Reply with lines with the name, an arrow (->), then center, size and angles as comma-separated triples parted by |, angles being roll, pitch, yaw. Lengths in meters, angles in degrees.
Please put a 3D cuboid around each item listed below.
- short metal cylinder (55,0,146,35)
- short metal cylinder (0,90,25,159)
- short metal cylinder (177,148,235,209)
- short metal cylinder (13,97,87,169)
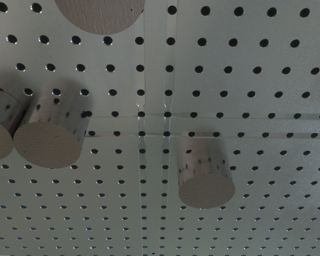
short metal cylinder -> -0.052, -0.133, 0.281 | 0.081, 0.050, 0.079 | 0, 130, 0
short metal cylinder -> -0.217, -0.004, 0.388 | 0.081, 0.050, 0.079 | 0, 131, 0
short metal cylinder -> 0.067, 0.076, 0.461 | 0.081, 0.050, 0.079 | 0, 130, 0
short metal cylinder -> -0.138, 0.007, 0.399 | 0.081, 0.050, 0.079 | -1, 130, 0
